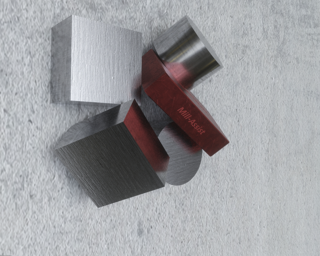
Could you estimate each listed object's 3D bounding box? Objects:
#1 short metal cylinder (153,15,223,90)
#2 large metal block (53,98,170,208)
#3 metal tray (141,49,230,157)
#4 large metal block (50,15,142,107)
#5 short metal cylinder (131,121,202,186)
[{"bbox_3d":[0.037,-0.095,0.394,0.080,0.050,0.080,46,22,-24],"label":"short metal cylinder"},{"bbox_3d":[-0.046,0.027,0.323,0.080,0.080,0.050,60,21,-23],"label":"large metal block"},{"bbox_3d":[0.027,-0.031,0.388,0.030,0.090,0.130,-40,122,12],"label":"metal tray"},{"bbox_3d":[-0.067,-0.065,0.331,0.081,0.050,0.080,1,90,-40],"label":"large metal block"},{"bbox_3d":[0.008,0.030,0.398,0.081,0.050,0.080,0,90,-40],"label":"short metal cylinder"}]
